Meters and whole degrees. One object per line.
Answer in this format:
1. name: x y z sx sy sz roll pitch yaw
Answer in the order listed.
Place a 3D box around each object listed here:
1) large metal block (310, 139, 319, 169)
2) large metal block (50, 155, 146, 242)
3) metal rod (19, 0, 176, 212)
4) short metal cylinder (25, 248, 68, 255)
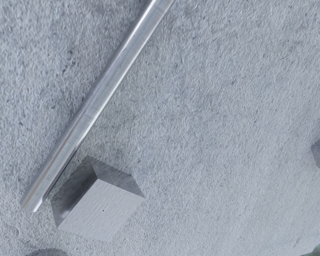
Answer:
1. large metal block: 0.356 0.046 0.614 0.080 0.050 0.080 -41 130 0
2. large metal block: -0.081 0.094 0.405 0.080 0.050 0.080 34 99 -39
3. metal rod: -0.074 -0.026 0.349 0.025 0.025 0.299 27 104 -37
4. short metal cylinder: -0.164 0.218 0.436 0.081 0.050 0.079 -14 124 -21
